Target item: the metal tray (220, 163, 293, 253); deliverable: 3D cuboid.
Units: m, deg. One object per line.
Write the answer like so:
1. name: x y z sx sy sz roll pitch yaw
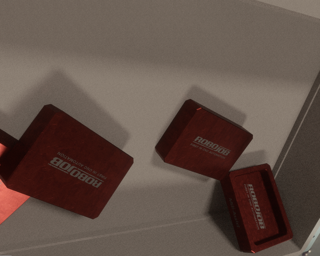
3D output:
1. metal tray: 0.162 0.132 0.522 0.091 0.129 0.030 -8 165 -25

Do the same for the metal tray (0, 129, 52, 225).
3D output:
1. metal tray: -0.199 0.066 0.338 0.130 0.030 0.090 -43 130 1

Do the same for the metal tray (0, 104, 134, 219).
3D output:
1. metal tray: -0.099 0.043 0.354 0.090 0.030 0.130 -57 136 -9

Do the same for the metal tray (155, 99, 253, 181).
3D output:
1. metal tray: 0.068 0.022 0.459 0.131 0.030 0.090 23 106 -37
